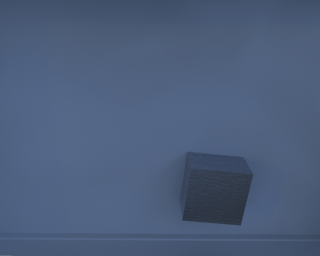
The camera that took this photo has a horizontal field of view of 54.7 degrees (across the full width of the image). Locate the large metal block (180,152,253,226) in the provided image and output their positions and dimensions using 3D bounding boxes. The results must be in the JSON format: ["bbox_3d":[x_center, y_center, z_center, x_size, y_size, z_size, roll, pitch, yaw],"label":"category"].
[{"bbox_3d":[0.075,0.083,0.430,0.081,0.050,0.079,6,110,-3],"label":"large metal block"}]
